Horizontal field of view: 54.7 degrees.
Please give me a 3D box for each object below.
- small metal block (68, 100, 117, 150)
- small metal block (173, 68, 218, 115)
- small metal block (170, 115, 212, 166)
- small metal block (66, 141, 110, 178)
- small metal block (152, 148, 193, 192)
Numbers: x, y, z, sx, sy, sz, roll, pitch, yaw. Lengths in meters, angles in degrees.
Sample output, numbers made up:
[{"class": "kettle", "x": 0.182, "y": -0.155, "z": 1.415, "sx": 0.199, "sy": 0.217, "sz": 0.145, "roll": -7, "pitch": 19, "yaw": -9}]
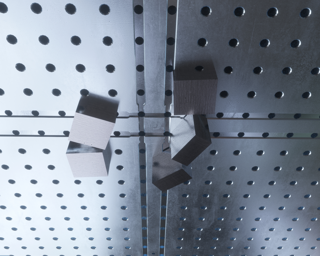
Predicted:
[{"class": "small metal block", "x": -0.089, "y": -0.003, "z": 0.408, "sx": 0.050, "sy": 0.025, "sz": 0.050, "roll": 16, "pitch": 128, "yaw": -14}, {"class": "small metal block", "x": 0.041, "y": -0.043, "z": 0.375, "sx": 0.050, "sy": 0.025, "sz": 0.050, "roll": -2, "pitch": 130, "yaw": 1}, {"class": "small metal block", "x": 0.039, "y": 0.013, "z": 0.407, "sx": 0.025, "sy": 0.050, "sz": 0.050, "roll": 27, "pitch": 125, "yaw": -21}, {"class": "small metal block", "x": -0.103, "y": 0.045, "z": 0.449, "sx": 0.050, "sy": 0.025, "sz": 0.050, "roll": -2, "pitch": 130, "yaw": 1}, {"class": "small metal block", "x": 0.017, "y": 0.056, "z": 0.444, "sx": 0.050, "sy": 0.050, "sz": 0.025, "roll": -30, "pitch": 124, "yaw": 22}]
